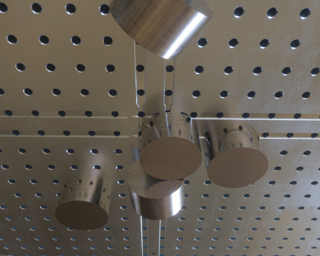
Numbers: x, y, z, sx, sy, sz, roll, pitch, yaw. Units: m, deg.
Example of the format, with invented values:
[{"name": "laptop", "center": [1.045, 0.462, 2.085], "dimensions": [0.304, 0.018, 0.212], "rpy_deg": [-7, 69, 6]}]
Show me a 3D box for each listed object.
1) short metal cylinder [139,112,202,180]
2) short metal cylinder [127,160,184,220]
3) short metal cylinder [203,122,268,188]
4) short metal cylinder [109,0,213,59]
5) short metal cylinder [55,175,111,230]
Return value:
[{"name": "short metal cylinder", "center": [0.014, 0.025, 0.417], "dimensions": [0.081, 0.050, 0.079], "rpy_deg": [-1, 130, 0]}, {"name": "short metal cylinder", "center": [-0.005, 0.084, 0.448], "dimensions": [0.080, 0.080, 0.050], "rpy_deg": [-3, 130, 2]}, {"name": "short metal cylinder", "center": [0.103, 0.038, 0.430], "dimensions": [0.081, 0.050, 0.079], "rpy_deg": [0, 130, 0]}, {"name": "short metal cylinder", "center": [0.002, -0.109, 0.282], "dimensions": [0.080, 0.080, 0.050], "rpy_deg": [30, 124, -23]}, {"name": "short metal cylinder", "center": [-0.120, 0.120, 0.496], "dimensions": [0.081, 0.050, 0.079], "rpy_deg": [0, 130, 0]}]
